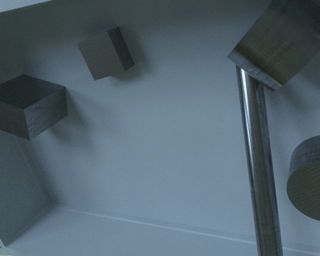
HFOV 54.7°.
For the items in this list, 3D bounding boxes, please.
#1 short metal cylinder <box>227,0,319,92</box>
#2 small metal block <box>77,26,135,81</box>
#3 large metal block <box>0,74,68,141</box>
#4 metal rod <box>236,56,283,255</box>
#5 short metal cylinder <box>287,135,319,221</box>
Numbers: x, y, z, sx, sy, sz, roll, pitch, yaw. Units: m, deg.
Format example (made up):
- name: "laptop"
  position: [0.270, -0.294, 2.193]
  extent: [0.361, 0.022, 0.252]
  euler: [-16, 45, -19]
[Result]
- name: "short metal cylinder"
  position: [0.104, -0.079, 0.269]
  extent: [0.050, 0.080, 0.080]
  euler: [39, 129, 1]
- name: "small metal block"
  position: [-0.067, -0.092, 0.386]
  extent: [0.050, 0.025, 0.050]
  euler: [-10, 114, 32]
- name: "large metal block"
  position: [-0.196, -0.033, 0.453]
  extent: [0.080, 0.080, 0.050]
  euler: [17, 125, 18]
- name: "metal rod"
  position: [0.108, 0.076, 0.322]
  extent: [0.025, 0.025, 0.298]
  euler: [-6, 91, 30]
- name: "short metal cylinder"
  position: [0.181, 0.054, 0.331]
  extent: [0.080, 0.050, 0.079]
  euler: [13, 124, 20]
